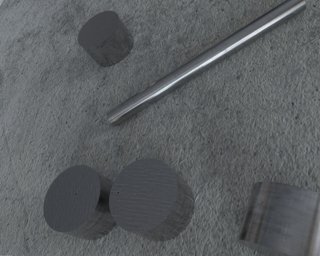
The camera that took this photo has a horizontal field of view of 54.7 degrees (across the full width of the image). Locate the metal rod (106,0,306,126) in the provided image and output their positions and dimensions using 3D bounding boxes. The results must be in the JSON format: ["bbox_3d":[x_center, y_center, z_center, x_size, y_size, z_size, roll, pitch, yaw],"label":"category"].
[{"bbox_3d":[0.057,-0.089,0.428,0.300,0.025,0.025,-31,52,8],"label":"metal rod"}]

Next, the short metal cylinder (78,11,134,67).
[{"bbox_3d":[-0.092,-0.152,0.529,0.080,0.050,0.080,-13,56,21],"label":"short metal cylinder"}]

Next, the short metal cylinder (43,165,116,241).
[{"bbox_3d":[-0.093,0.092,0.380,0.080,0.050,0.080,-13,56,21],"label":"short metal cylinder"}]

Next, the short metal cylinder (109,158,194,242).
[{"bbox_3d":[-0.008,0.080,0.343,0.080,0.050,0.080,-13,56,21],"label":"short metal cylinder"}]

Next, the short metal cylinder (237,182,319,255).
[{"bbox_3d":[0.111,0.085,0.259,0.080,0.080,0.050,11,67,32],"label":"short metal cylinder"}]
